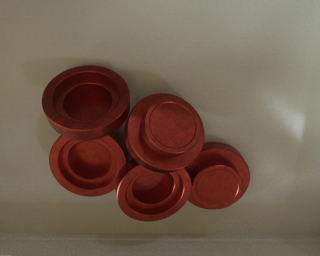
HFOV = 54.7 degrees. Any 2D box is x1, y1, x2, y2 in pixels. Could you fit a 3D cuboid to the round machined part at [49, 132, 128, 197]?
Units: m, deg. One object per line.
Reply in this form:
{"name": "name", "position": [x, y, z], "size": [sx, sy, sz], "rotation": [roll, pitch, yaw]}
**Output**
{"name": "round machined part", "position": [-0.091, 0.039, 0.413], "size": [0.099, 0.042, 0.097], "rotation": [0, 110, -1]}

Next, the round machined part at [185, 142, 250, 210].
{"name": "round machined part", "position": [0.076, 0.072, 0.428], "size": [0.099, 0.042, 0.097], "rotation": [0, 110, -1]}

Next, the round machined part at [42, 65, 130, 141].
{"name": "round machined part", "position": [-0.085, -0.026, 0.371], "size": [0.099, 0.098, 0.042], "rotation": [3, 146, -2]}

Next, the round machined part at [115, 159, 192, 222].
{"name": "round machined part", "position": [-0.011, 0.074, 0.415], "size": [0.099, 0.042, 0.097], "rotation": [-6, 117, -12]}

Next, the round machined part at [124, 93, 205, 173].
{"name": "round machined part", "position": [0.009, 0.002, 0.372], "size": [0.099, 0.042, 0.098], "rotation": [6, 70, -16]}
